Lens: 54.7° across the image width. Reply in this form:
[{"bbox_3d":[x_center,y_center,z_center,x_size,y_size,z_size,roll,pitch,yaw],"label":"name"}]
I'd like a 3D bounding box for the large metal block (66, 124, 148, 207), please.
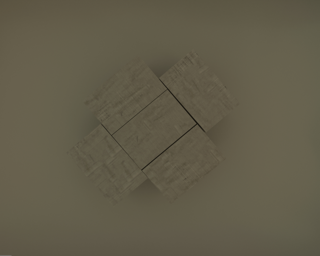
[{"bbox_3d":[-0.059,0.041,0.382,0.050,0.080,0.080,-41,91,0],"label":"large metal block"}]

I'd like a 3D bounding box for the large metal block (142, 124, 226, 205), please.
[{"bbox_3d":[0.027,0.040,0.384,0.080,0.080,0.050,-40,90,0],"label":"large metal block"}]

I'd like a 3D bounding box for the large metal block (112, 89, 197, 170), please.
[{"bbox_3d":[-0.006,0.001,0.383,0.080,0.080,0.050,-40,90,0],"label":"large metal block"}]

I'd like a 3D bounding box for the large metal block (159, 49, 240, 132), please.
[{"bbox_3d":[0.044,-0.042,0.384,0.050,0.080,0.080,-41,91,0],"label":"large metal block"}]

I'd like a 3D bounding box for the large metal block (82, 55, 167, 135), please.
[{"bbox_3d":[-0.039,-0.037,0.382,0.080,0.080,0.050,-40,90,0],"label":"large metal block"}]
